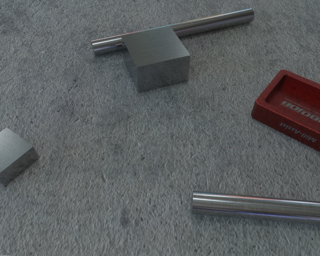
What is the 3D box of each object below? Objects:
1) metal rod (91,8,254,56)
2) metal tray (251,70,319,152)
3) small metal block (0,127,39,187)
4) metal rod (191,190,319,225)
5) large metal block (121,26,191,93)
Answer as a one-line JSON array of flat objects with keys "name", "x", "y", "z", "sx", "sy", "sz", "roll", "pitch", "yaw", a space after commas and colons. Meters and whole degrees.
[{"name": "metal rod", "x": 0.030, "y": -0.172, "z": 0.548, "sx": 0.302, "sy": 0.025, "sz": 0.025, "roll": -16, "pitch": 52, "yaw": -14}, {"name": "metal tray", "x": 0.204, "y": -0.022, "z": 0.420, "sx": 0.130, "sy": 0.030, "sz": 0.090, "roll": 31, "pitch": 56, "yaw": 23}, {"name": "small metal block", "x": -0.185, "y": 0.034, "z": 0.372, "sx": 0.050, "sy": 0.025, "sz": 0.050, "roll": 29, "pitch": 56, "yaw": 22}, {"name": "metal rod", "x": 0.185, "y": 0.092, "z": 0.328, "sx": 0.302, "sy": 0.025, "sz": 0.025, "roll": 4, "pitch": 50, "yaw": 3}, {"name": "large metal block", "x": -0.008, "y": -0.107, "z": 0.477, "sx": 0.081, "sy": 0.050, "sz": 0.080, "roll": -15, "pitch": 52, "yaw": -13}]
